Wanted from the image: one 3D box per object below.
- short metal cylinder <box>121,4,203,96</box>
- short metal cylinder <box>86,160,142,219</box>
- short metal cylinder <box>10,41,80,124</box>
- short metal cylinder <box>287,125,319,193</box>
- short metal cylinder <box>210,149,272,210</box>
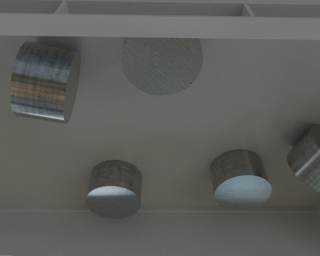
[{"bbox_3d":[0.002,-0.081,0.323,0.081,0.050,0.079,0,130,0],"label":"short metal cylinder"},{"bbox_3d":[-0.068,0.094,0.472,0.081,0.050,0.079,0,130,0],"label":"short metal cylinder"},{"bbox_3d":[-0.119,-0.047,0.331,0.050,0.080,0.079,10,129,-9],"label":"short metal cylinder"},{"bbox_3d":[0.219,0.042,0.410,0.081,0.080,0.050,16,128,-14],"label":"short metal cylinder"},{"bbox_3d":[0.118,0.077,0.459,0.081,0.050,0.079,0,130,0],"label":"short metal cylinder"}]
